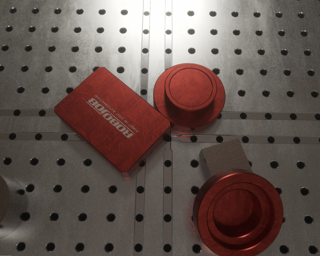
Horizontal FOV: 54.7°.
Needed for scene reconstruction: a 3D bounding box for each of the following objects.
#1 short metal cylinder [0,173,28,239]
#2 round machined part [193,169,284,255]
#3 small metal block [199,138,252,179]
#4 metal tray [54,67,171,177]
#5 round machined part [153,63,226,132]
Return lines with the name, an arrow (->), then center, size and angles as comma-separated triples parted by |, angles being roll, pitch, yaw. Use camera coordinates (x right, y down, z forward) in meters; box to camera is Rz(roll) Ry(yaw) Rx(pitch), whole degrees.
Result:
short metal cylinder -> -0.206, 0.091, 0.363 | 0.081, 0.050, 0.080 | 0, 70, 0
round machined part -> 0.086, 0.095, 0.356 | 0.099, 0.042, 0.097 | -1, 94, -8
small metal block -> 0.084, 0.046, 0.396 | 0.050, 0.025, 0.050 | -16, 71, -6
metal tray -> -0.062, -0.010, 0.412 | 0.130, 0.030, 0.090 | 40, 74, 13
round machined part -> 0.040, -0.047, 0.420 | 0.099, 0.042, 0.098 | 0, 70, -1
